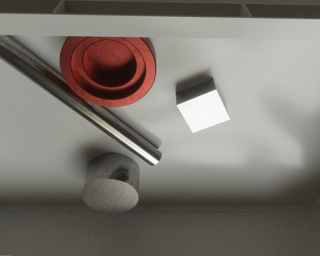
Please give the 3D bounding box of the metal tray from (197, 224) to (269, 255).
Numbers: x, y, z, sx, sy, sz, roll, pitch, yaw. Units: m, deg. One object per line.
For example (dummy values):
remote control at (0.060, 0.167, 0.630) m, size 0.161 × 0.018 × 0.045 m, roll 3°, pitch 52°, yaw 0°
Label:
metal tray at (0.149, 0.247, 0.621) m, size 0.090 × 0.030 × 0.130 m, roll -33°, pitch 123°, yaw 25°

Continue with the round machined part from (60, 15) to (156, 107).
round machined part at (-0.053, -0.074, 0.334) m, size 0.099 × 0.042 × 0.097 m, roll -1°, pitch 130°, yaw 0°

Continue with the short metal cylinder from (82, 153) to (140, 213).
short metal cylinder at (-0.071, 0.083, 0.462) m, size 0.081 × 0.050 × 0.079 m, roll 0°, pitch 130°, yaw 0°

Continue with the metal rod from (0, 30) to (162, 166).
metal rod at (-0.109, -0.039, 0.373) m, size 0.025 × 0.025 × 0.301 m, roll -36°, pitch 122°, yaw 26°

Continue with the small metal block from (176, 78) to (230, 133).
small metal block at (0.054, -0.027, 0.387) m, size 0.050 × 0.025 × 0.050 m, roll -21°, pitch 127°, yaw 16°
